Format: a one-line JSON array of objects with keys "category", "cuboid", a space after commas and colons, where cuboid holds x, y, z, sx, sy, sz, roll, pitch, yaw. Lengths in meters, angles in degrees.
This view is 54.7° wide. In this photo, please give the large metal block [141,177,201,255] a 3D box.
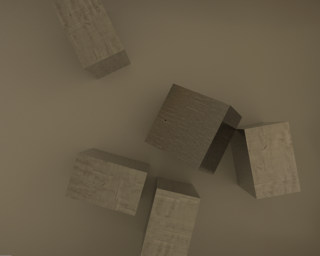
[{"category": "large metal block", "cuboid": [0.011, 0.111, 0.384, 0.050, 0.080, 0.080, 14, 90, 0]}]

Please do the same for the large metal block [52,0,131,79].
[{"category": "large metal block", "cuboid": [-0.080, -0.113, 0.383, 0.050, 0.080, 0.080, -26, 90, 0]}]

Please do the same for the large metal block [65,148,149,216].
[{"category": "large metal block", "cuboid": [-0.060, 0.062, 0.383, 0.080, 0.080, 0.050, 16, 90, -1]}]

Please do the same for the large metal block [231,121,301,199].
[{"category": "large metal block", "cuboid": [0.125, 0.036, 0.386, 0.050, 0.080, 0.080, -10, 90, -1]}]

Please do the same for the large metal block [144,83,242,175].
[{"category": "large metal block", "cuboid": [0.041, 0.001, 0.382, 0.080, 0.050, 0.080, 26, 90, 32]}]
